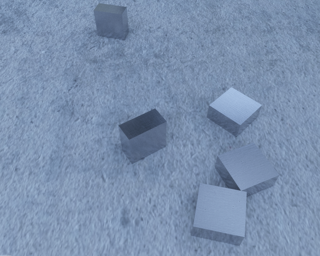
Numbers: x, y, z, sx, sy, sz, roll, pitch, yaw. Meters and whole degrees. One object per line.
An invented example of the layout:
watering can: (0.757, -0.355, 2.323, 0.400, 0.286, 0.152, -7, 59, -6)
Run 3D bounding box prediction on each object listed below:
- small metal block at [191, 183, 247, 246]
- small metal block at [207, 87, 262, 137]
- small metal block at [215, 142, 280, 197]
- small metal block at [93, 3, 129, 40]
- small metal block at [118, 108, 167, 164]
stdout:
small metal block: (0.063, 0.091, 0.328, 0.050, 0.025, 0.050, 10, 51, 8)
small metal block: (0.101, -0.023, 0.424, 0.050, 0.025, 0.050, 37, 59, 26)
small metal block: (0.100, 0.050, 0.362, 0.050, 0.025, 0.050, -18, 52, -15)
small metal block: (-0.084, -0.186, 0.542, 0.050, 0.050, 0.025, 11, 51, 9)
small metal block: (-0.020, 0.011, 0.378, 0.050, 0.050, 0.025, -26, 55, -21)
